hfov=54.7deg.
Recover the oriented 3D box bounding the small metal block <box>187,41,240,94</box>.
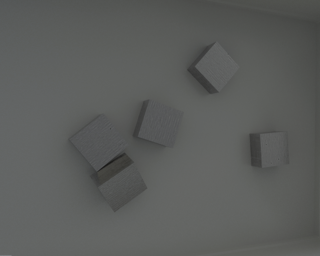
[{"bbox_3d":[0.076,-0.084,0.438,0.050,0.025,0.050,44,76,-15],"label":"small metal block"}]

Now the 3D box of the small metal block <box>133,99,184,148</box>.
[{"bbox_3d":[-0.002,-0.005,0.410,0.050,0.025,0.050,19,84,-19],"label":"small metal block"}]

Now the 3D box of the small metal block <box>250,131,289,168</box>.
[{"bbox_3d":[0.167,0.032,0.472,0.050,0.025,0.050,-5,92,-20],"label":"small metal block"}]

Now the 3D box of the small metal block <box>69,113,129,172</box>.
[{"bbox_3d":[-0.076,0.017,0.382,0.050,0.025,0.050,-40,103,-16],"label":"small metal block"}]

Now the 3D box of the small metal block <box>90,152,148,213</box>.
[{"bbox_3d":[-0.050,0.067,0.381,0.050,0.025,0.050,-34,129,-17],"label":"small metal block"}]
